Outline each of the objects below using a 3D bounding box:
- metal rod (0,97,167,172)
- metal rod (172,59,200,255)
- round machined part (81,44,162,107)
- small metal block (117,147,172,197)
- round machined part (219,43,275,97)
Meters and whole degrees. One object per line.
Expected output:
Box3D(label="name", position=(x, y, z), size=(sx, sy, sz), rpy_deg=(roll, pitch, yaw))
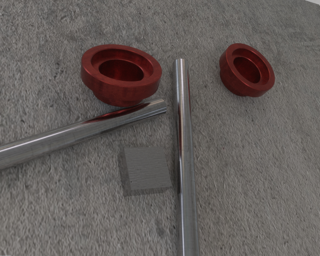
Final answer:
Box3D(label="metal rod", position=(-0.114, 0.014, 0.333), size=(0.302, 0.025, 0.025), rpy_deg=(-21, 73, -36))
Box3D(label="metal rod", position=(0.031, 0.029, 0.402), size=(0.025, 0.025, 0.299), rpy_deg=(14, 56, -21))
Box3D(label="round machined part", position=(-0.050, -0.063, 0.391), size=(0.099, 0.042, 0.098), rpy_deg=(10, 40, -8))
Box3D(label="small metal block", position=(-0.019, 0.050, 0.363), size=(0.050, 0.025, 0.050), rpy_deg=(1, 61, -28))
Box3D(label="round machined part", position=(0.142, -0.092, 0.525), size=(0.099, 0.042, 0.098), rpy_deg=(14, 56, -21))
